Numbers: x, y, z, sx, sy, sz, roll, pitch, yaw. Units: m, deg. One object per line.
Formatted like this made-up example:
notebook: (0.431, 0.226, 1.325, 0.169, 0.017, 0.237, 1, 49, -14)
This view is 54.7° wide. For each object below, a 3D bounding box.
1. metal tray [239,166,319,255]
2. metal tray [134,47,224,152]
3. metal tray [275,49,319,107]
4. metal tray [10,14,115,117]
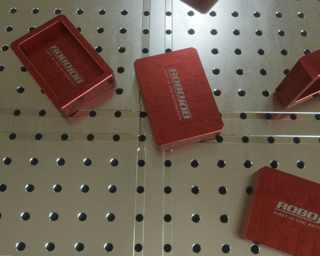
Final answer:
metal tray: (0.172, 0.109, 0.371, 0.131, 0.030, 0.090, 18, 71, 6)
metal tray: (0.023, -0.041, 0.424, 0.091, 0.030, 0.130, -14, 71, -6)
metal tray: (0.229, -0.081, 0.409, 0.131, 0.090, 0.030, -23, 72, -9)
metal tray: (-0.137, -0.091, 0.440, 0.090, 0.030, 0.130, -37, 75, -13)
